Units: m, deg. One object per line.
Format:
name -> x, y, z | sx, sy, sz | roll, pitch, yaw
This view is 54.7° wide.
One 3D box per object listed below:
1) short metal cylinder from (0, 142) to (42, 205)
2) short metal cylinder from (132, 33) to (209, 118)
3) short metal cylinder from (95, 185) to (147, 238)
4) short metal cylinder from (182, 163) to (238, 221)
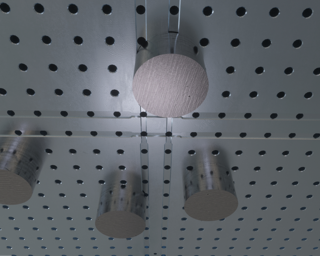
short metal cylinder -> -0.220, 0.067, 0.450 | 0.081, 0.050, 0.079 | 0, 130, 0
short metal cylinder -> 0.011, -0.058, 0.346 | 0.081, 0.050, 0.079 | 0, 130, 0
short metal cylinder -> -0.063, 0.139, 0.513 | 0.081, 0.050, 0.079 | 0, 130, 0
short metal cylinder -> 0.076, 0.101, 0.482 | 0.081, 0.050, 0.079 | 0, 130, 0
